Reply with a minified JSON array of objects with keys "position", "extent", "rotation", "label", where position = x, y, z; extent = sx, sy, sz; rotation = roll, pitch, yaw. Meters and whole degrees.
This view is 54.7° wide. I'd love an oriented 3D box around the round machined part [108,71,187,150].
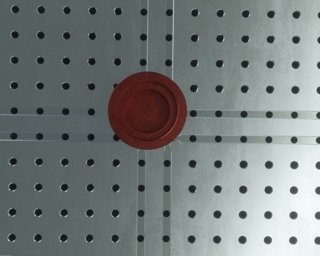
[{"position":[-0.016,-0.022,0.405],"extent":[0.099,0.042,0.097],"rotation":[0,90,-1],"label":"round machined part"}]
